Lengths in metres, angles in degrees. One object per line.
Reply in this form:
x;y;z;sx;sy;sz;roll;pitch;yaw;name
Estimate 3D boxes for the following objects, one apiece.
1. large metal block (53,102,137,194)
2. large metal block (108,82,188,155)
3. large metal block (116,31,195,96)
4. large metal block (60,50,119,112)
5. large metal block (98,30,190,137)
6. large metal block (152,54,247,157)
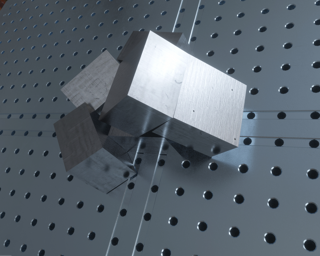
-0.083;0.027;0.400;0.050;0.080;0.080;-34;52;5;large metal block
-0.010;-0.013;0.407;0.080;0.050;0.080;1;62;29;large metal block
0.002;-0.085;0.425;0.080;0.080;0.050;14;69;34;large metal block
-0.086;-0.061;0.449;0.080;0.080;0.050;-41;95;0;large metal block
-0.019;-0.044;0.341;0.080;0.050;0.080;-28;41;56;large metal block
0.046;-0.023;0.353;0.050;0.080;0.080;-33;37;58;large metal block
